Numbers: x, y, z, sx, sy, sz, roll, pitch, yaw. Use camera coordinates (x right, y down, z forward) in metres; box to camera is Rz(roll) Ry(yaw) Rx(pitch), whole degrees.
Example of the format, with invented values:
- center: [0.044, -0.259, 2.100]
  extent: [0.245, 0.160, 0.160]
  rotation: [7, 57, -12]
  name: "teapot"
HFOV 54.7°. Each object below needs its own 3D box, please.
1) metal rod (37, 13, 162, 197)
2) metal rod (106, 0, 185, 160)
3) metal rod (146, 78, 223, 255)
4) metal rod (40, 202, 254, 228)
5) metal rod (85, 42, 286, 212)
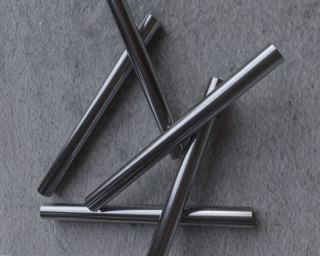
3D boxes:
- center: [-0.091, -0.025, 0.439]
  extent: [0.025, 0.025, 0.299]
  rotation: [38, 102, 15]
  name: "metal rod"
- center: [-0.031, -0.102, 0.393]
  extent: [0.025, 0.025, 0.299]
  rotation: [-22, 93, 18]
  name: "metal rod"
- center: [0.022, 0.083, 0.377]
  extent: [0.025, 0.025, 0.299]
  rotation: [19, 88, 18]
  name: "metal rod"
- center: [-0.031, 0.116, 0.418]
  extent: [0.301, 0.025, 0.025]
  rotation: [-4, 89, 19]
  name: "metal rod"
- center: [0.015, 0.012, 0.371]
  extent: [0.299, 0.025, 0.025]
  rotation: [-40, 78, 20]
  name: "metal rod"
